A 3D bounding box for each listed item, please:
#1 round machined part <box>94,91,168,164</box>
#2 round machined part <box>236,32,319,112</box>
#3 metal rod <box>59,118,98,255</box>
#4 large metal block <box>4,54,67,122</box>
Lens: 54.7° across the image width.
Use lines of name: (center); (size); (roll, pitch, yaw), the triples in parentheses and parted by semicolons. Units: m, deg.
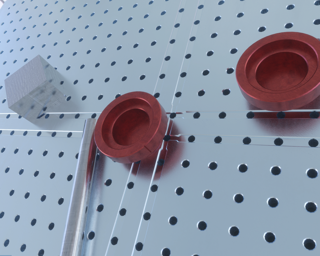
round machined part: (-0.034, 0.003, 0.414); (0.098, 0.042, 0.098); (-13, 56, 20)
round machined part: (0.142, -0.060, 0.360); (0.098, 0.042, 0.098); (-13, 56, 21)
metal rod: (-0.106, 0.121, 0.389); (0.025, 0.025, 0.299); (-11, 57, 22)
large metal block: (-0.224, -0.071, 0.553); (0.080, 0.050, 0.080); (-35, 51, 5)
